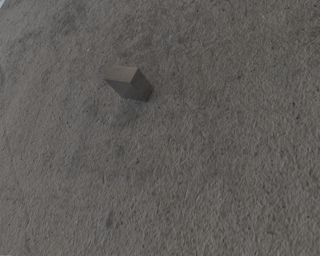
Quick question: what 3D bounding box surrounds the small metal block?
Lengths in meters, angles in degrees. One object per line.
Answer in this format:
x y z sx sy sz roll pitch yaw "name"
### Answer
-0.045 -0.065 0.452 0.050 0.050 0.025 13 69 34 "small metal block"
